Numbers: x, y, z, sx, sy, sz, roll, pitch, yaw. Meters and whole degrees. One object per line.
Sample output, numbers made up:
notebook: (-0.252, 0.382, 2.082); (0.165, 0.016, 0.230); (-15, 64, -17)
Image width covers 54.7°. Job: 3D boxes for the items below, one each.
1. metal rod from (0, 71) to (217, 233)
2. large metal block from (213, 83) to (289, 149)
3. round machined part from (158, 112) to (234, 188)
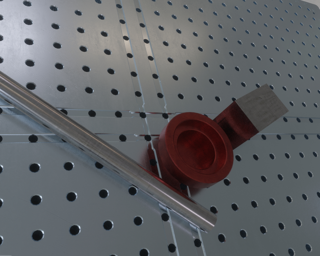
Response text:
metal rod: (-0.063, 0.030, 0.355); (0.301, 0.025, 0.025); (34, 51, -6)
large metal block: (0.121, -0.011, 0.445); (0.081, 0.080, 0.050); (-27, 77, -37)
round machined part: (0.042, 0.031, 0.401); (0.099, 0.042, 0.098); (14, 56, -21)
